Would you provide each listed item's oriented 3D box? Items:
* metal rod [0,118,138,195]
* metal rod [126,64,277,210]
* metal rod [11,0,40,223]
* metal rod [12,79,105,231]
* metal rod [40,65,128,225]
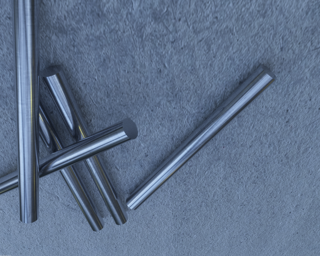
[{"bbox_3d":[-0.152,0.051,0.416,0.300,0.025,0.025,-23,127,30],"label":"metal rod"},{"bbox_3d":[0.040,0.030,0.432,0.025,0.025,0.298,28,125,-22],"label":"metal rod"},{"bbox_3d":[-0.154,-0.006,0.361,0.025,0.025,0.298,8,118,-7],"label":"metal rod"},{"bbox_3d":[-0.136,0.062,0.458,0.025,0.025,0.298,-8,130,6],"label":"metal rod"},{"bbox_3d":[-0.096,0.047,0.446,0.025,0.025,0.298,-8,130,7],"label":"metal rod"}]
